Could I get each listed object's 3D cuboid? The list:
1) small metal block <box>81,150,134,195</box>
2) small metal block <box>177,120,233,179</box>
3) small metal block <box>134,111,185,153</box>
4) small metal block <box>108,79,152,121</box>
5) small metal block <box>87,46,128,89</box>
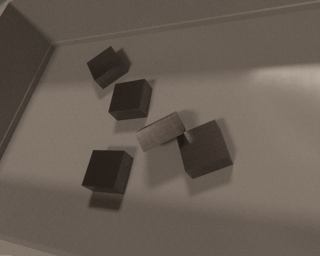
[{"bbox_3d":[-0.068,0.057,0.405,0.050,0.025,0.050,-1,61,27],"label":"small metal block"},{"bbox_3d":[0.051,0.025,0.363,0.050,0.025,0.050,-23,54,14],"label":"small metal block"},{"bbox_3d":[0.001,0.003,0.383,0.050,0.050,0.025,-26,93,11],"label":"small metal block"},{"bbox_3d":[-0.042,-0.041,0.451,0.050,0.025,0.050,-6,59,25],"label":"small metal block"},{"bbox_3d":[-0.087,-0.100,0.511,0.050,0.025,0.050,-34,52,5],"label":"small metal block"}]
